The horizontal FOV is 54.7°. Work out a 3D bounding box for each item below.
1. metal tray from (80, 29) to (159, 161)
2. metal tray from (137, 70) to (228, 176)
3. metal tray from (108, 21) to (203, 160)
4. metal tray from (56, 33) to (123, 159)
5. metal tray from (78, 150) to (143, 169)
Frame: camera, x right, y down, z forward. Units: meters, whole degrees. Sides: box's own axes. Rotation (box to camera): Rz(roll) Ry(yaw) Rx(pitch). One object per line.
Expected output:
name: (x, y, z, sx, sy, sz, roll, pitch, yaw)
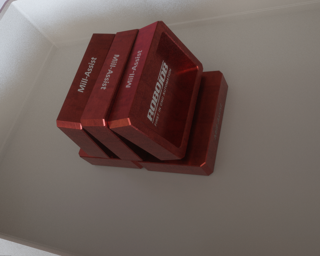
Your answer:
metal tray: (-0.034, -0.038, 0.363, 0.030, 0.090, 0.130, 0, 60, 28)
metal tray: (0.030, -0.009, 0.391, 0.090, 0.030, 0.130, 1, 62, 28)
metal tray: (0.002, -0.040, 0.344, 0.030, 0.090, 0.130, -9, 57, 41)
metal tray: (-0.071, -0.039, 0.381, 0.030, 0.090, 0.130, 6, 64, 17)
metal tray: (-0.051, -0.011, 0.433, 0.090, 0.030, 0.130, 1, 62, 28)
